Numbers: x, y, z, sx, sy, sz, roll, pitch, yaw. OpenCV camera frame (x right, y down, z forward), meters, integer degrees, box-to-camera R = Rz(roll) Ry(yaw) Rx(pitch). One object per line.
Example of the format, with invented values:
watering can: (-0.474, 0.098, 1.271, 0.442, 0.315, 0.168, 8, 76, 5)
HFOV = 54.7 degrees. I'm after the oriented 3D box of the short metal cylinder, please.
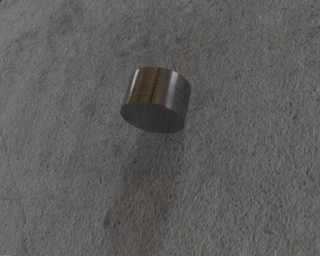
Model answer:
short metal cylinder: (-0.004, -0.033, 0.392, 0.080, 0.080, 0.050, -1, 62, 27)
